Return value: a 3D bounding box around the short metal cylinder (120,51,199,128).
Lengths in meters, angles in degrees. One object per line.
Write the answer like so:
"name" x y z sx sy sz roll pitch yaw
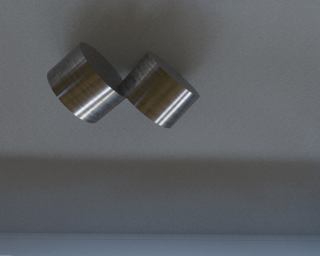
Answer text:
"short metal cylinder" 0.000 -0.045 0.365 0.080 0.080 0.050 38 106 -13

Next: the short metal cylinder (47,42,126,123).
"short metal cylinder" -0.082 -0.052 0.362 0.050 0.080 0.080 -38 106 13
